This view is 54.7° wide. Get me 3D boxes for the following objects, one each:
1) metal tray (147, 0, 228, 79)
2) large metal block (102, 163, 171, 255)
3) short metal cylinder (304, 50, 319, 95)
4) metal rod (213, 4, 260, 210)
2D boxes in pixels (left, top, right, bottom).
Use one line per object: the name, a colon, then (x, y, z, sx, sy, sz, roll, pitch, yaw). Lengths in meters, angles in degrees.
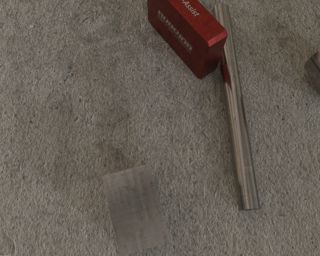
metal tray: (0.032, -0.140, 0.425, 0.030, 0.090, 0.130, -34, 74, -12)
large metal block: (-0.025, 0.093, 0.345, 0.050, 0.080, 0.080, -15, 71, -6)
short metal cylinder: (0.243, -0.080, 0.411, 0.081, 0.080, 0.050, -18, 71, -7)
metal rod: (0.101, -0.042, 0.424, 0.025, 0.025, 0.299, -3, 70, -1)
